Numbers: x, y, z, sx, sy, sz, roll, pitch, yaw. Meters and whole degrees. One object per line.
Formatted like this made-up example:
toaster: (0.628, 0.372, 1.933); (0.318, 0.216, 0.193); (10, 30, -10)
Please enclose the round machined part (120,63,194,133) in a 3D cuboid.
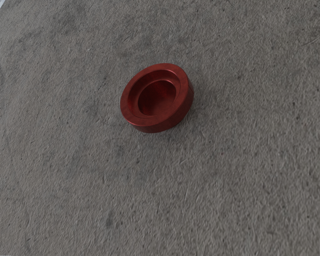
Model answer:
round machined part: (0.000, -0.036, 0.416); (0.098, 0.042, 0.098); (-13, 56, 21)
